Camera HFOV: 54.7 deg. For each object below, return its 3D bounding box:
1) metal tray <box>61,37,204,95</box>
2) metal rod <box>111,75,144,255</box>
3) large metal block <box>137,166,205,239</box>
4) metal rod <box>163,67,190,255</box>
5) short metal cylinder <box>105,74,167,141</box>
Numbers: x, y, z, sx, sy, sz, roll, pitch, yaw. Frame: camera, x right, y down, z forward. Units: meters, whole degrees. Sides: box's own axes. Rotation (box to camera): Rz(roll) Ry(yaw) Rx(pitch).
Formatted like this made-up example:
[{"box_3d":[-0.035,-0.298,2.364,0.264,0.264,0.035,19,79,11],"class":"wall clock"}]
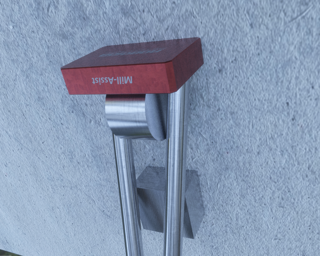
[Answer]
[{"box_3d":[-0.028,-0.068,0.338,0.130,0.090,0.030,2,120,26],"class":"metal tray"},{"box_3d":[-0.045,0.064,0.411,0.025,0.025,0.298,2,104,27],"class":"metal rod"},{"box_3d":[0.014,0.105,0.446,0.080,0.050,0.079,2,119,27],"class":"large metal block"},{"box_3d":[0.019,0.068,0.379,0.025,0.025,0.298,8,107,23],"class":"metal rod"},{"box_3d":[-0.020,-0.026,0.367,0.050,0.080,0.079,2,119,26],"class":"short metal cylinder"}]
